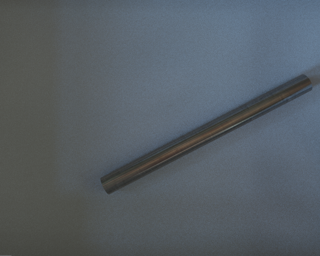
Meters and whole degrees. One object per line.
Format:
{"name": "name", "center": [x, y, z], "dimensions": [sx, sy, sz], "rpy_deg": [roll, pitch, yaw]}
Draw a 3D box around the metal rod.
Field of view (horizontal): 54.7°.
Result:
{"name": "metal rod", "center": [0.061, 0.008, 0.412], "dimensions": [0.301, 0.025, 0.025], "rpy_deg": [-27, 90, -1]}
